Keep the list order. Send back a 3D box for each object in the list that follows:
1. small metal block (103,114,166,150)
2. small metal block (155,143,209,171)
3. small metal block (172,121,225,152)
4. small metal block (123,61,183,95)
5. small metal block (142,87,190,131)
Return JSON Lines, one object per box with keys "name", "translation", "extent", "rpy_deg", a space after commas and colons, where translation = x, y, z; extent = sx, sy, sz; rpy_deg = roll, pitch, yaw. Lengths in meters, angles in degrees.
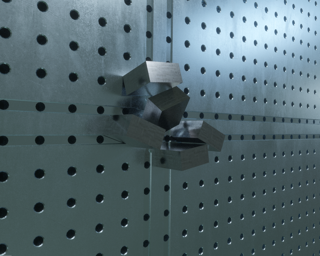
{"name": "small metal block", "translation": [-0.031, 0.005, 0.366], "extent": [0.050, 0.050, 0.025], "rpy_deg": [25, 75, -37]}
{"name": "small metal block", "translation": [0.029, 0.037, 0.416], "extent": [0.050, 0.050, 0.025], "rpy_deg": [-10, 97, -39]}
{"name": "small metal block", "translation": [0.054, 0.012, 0.437], "extent": [0.050, 0.050, 0.025], "rpy_deg": [30, 72, -36]}
{"name": "small metal block", "translation": [-0.009, -0.060, 0.381], "extent": [0.050, 0.050, 0.025], "rpy_deg": [-6, 81, -40]}
{"name": "small metal block", "translation": [0.006, -0.020, 0.395], "extent": [0.050, 0.025, 0.050], "rpy_deg": [-28, 151, -37]}
